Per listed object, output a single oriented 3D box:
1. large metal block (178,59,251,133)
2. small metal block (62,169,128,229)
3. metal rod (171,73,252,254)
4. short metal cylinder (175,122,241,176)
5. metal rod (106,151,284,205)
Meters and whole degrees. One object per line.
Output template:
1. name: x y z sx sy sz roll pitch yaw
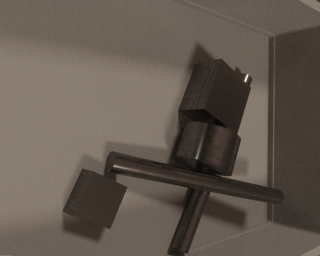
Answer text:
1. large metal block: 0.084 -0.044 0.463 0.080 0.050 0.080 33 70 -36
2. small metal block: -0.072 0.080 0.348 0.050 0.025 0.050 34 69 -35
3. metal rod: 0.086 0.042 0.481 0.025 0.025 0.300 39 66 -34
4. short metal cylinder: 0.066 0.030 0.429 0.080 0.080 0.050 30 72 -37
5. metal rod: 0.068 0.076 0.435 0.302 0.025 0.025 17 79 -30
